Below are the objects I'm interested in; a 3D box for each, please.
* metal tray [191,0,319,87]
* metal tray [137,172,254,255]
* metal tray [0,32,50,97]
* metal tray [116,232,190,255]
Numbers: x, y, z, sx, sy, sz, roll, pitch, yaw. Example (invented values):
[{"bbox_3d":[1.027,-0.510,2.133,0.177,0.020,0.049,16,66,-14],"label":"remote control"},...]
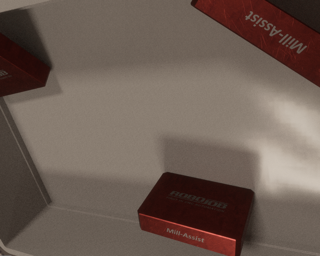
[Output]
[{"bbox_3d":[0.096,-0.081,0.262,0.130,0.090,0.030,34,114,5],"label":"metal tray"},{"bbox_3d":[0.048,0.107,0.406,0.130,0.090,0.030,9,122,23],"label":"metal tray"},{"bbox_3d":[-0.237,-0.084,0.443,0.130,0.030,0.090,-6,153,30],"label":"metal tray"},{"bbox_3d":[-0.007,0.241,0.559,0.130,0.030,0.089,0,119,27],"label":"metal tray"}]
